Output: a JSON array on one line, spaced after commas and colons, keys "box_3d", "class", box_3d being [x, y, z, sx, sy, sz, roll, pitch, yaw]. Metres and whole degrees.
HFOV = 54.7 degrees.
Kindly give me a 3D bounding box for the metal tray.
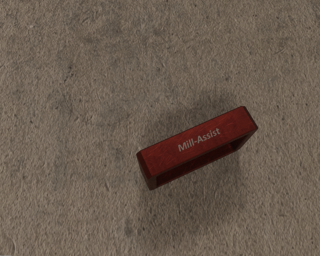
[{"box_3d": [0.040, 0.027, 0.364, 0.131, 0.090, 0.030, -23, 72, -9], "class": "metal tray"}]
